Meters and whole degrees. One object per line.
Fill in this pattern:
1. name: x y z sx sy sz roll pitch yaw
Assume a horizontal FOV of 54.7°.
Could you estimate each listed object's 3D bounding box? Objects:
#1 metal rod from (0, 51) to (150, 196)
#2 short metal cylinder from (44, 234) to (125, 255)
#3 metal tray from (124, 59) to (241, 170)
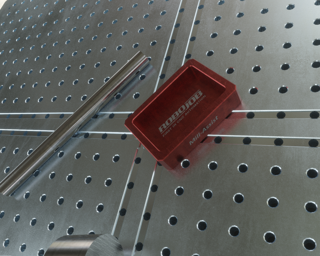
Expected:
1. metal rod: -0.132 -0.009 0.483 0.300 0.025 0.025 -44 51 -3
2. short metal cylinder: -0.078 0.152 0.320 0.050 0.080 0.080 -10 58 23
3. metal tray: 0.027 -0.021 0.403 0.130 0.030 0.090 -44 51 -3
